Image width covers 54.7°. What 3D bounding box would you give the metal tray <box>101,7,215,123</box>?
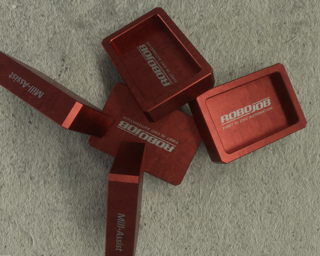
[{"bbox_3d":[-0.005,-0.081,0.379,0.090,0.030,0.130,-31,61,-1],"label":"metal tray"}]

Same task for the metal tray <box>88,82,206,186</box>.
[{"bbox_3d":[-0.016,0.008,0.408,0.131,0.030,0.090,26,90,-1],"label":"metal tray"}]

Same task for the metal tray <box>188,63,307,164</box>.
[{"bbox_3d":[0.112,-0.019,0.394,0.131,0.030,0.090,-22,90,-15],"label":"metal tray"}]

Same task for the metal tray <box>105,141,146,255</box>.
[{"bbox_3d":[-0.039,0.091,0.359,0.030,0.090,0.129,6,111,0],"label":"metal tray"}]

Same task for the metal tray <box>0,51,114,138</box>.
[{"bbox_3d":[-0.127,-0.038,0.362,0.130,0.090,0.030,31,90,16],"label":"metal tray"}]
